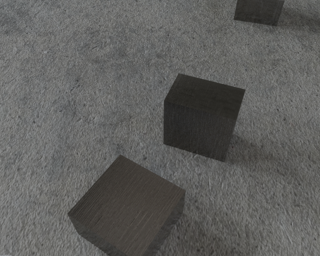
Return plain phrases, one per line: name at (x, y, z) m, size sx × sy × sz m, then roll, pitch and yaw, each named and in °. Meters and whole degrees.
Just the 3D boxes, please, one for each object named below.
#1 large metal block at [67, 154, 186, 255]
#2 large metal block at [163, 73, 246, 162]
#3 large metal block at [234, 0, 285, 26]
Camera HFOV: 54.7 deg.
large metal block at (-0.030, 0.086, 0.314) m, size 0.080 × 0.050 × 0.080 m, roll 26°, pitch 55°, yaw 20°
large metal block at (0.051, -0.012, 0.377) m, size 0.080 × 0.080 × 0.050 m, roll 16°, pitch 52°, yaw 13°
large metal block at (0.192, -0.245, 0.594) m, size 0.080 × 0.050 × 0.080 m, roll 13°, pitch 51°, yaw 10°
